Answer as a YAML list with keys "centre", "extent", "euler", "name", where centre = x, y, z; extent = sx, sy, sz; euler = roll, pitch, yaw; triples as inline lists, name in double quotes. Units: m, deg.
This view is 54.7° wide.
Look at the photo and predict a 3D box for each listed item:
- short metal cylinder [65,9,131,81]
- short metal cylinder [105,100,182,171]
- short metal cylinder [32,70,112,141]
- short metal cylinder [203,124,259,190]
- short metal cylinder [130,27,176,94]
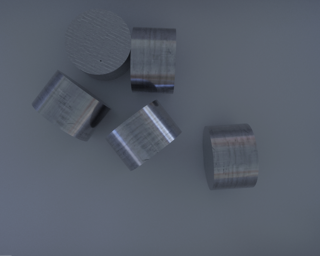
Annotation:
- centre: [-0.075, -0.104, 0.398]
  extent: [0.081, 0.050, 0.079]
  euler: [0, 90, -1]
  name: "short metal cylinder"
- centre: [-0.020, 0.009, 0.384]
  extent: [0.080, 0.080, 0.050]
  euler: [-38, 90, 0]
  name: "short metal cylinder"
- centre: [-0.107, -0.027, 0.383]
  extent: [0.080, 0.080, 0.050]
  euler: [37, 90, -1]
  name: "short metal cylinder"
- centre: [0.085, 0.035, 0.385]
  extent: [0.050, 0.080, 0.079]
  euler: [-4, 90, 0]
  name: "short metal cylinder"
- centre: [-0.008, -0.083, 0.384]
  extent: [0.050, 0.080, 0.079]
  euler: [2, 90, 0]
  name: "short metal cylinder"
